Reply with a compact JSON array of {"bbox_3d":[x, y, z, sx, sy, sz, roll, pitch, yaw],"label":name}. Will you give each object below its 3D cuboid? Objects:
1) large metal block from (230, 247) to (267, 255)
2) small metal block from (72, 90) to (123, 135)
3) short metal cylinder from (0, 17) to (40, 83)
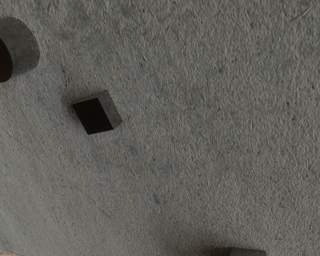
[{"bbox_3d":[0.129,0.235,0.448,0.050,0.080,0.080,-6,116,30],"label":"large metal block"},{"bbox_3d":[-0.088,-0.021,0.438,0.050,0.025,0.050,-11,113,32],"label":"small metal block"},{"bbox_3d":[-0.219,-0.110,0.435,0.080,0.050,0.079,13,124,20],"label":"short metal cylinder"}]
